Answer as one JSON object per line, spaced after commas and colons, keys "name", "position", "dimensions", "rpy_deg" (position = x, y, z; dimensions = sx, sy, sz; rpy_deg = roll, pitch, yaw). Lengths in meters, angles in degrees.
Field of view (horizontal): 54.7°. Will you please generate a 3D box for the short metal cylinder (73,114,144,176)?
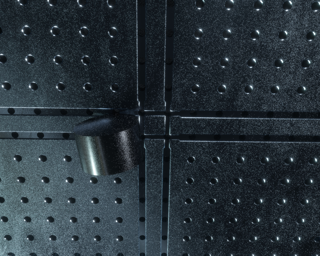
{"name": "short metal cylinder", "position": [-0.063, 0.018, 0.390], "dimensions": [0.080, 0.080, 0.050], "rpy_deg": [-6, 110, 2]}
